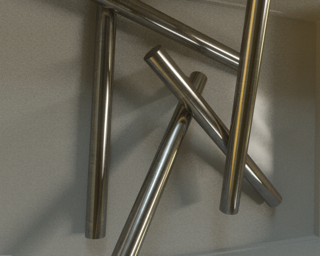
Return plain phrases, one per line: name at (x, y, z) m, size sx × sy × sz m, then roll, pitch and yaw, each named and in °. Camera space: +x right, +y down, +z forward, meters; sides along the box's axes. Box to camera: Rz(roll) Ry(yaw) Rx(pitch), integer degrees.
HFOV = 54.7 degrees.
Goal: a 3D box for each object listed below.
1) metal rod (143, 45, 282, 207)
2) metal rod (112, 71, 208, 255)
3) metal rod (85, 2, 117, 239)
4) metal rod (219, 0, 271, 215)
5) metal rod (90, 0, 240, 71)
metal rod at (0.084, 0.014, 0.408) m, size 0.025 × 0.025 × 0.300 m, roll -50°, pitch 118°, yaw -13°
metal rod at (0.000, 0.050, 0.359) m, size 0.025 × 0.025 × 0.300 m, roll 34°, pitch 60°, yaw -17°
metal rod at (-0.072, -0.016, 0.383) m, size 0.025 × 0.025 × 0.298 m, roll 3°, pitch 89°, yaw -20°
metal rod at (0.101, -0.033, 0.371) m, size 0.025 × 0.025 × 0.298 m, roll -2°, pitch 107°, yaw -20°
metal rod at (0.006, -0.131, 0.393) m, size 0.302 × 0.025 × 0.025 m, roll 18°, pitch 84°, yaw -26°
